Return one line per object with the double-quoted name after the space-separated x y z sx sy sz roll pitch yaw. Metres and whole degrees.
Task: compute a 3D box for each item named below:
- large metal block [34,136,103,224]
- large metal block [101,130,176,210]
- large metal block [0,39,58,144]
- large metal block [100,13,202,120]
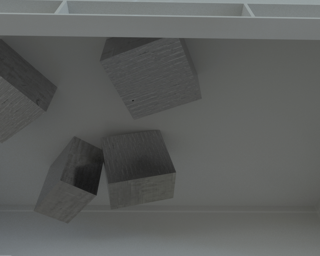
-0.124 0.073 0.433 0.050 0.080 0.080 30 124 -23 "large metal block"
-0.031 0.052 0.405 0.081 0.080 0.050 -8 131 -13 "large metal block"
-0.183 -0.040 0.357 0.080 0.050 0.080 -30 124 23 "large metal block"
-0.007 -0.065 0.337 0.080 0.050 0.080 -17 128 14 "large metal block"
